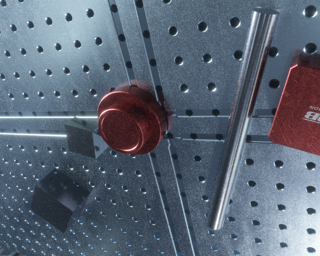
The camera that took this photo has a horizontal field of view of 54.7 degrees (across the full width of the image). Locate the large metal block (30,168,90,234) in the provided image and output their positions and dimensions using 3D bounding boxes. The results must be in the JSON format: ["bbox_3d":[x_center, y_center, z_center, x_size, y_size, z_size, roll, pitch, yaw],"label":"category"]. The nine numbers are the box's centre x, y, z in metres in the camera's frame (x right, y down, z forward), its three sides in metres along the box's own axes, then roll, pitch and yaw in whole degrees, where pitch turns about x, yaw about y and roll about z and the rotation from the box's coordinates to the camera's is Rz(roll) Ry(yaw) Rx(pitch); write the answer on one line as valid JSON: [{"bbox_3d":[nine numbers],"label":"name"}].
[{"bbox_3d":[-0.186,0.135,0.574,0.080,0.050,0.079,34,129,5],"label":"large metal block"}]

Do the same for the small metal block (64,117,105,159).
[{"bbox_3d":[-0.116,0.015,0.479,0.050,0.025,0.050,13,124,20],"label":"small metal block"}]

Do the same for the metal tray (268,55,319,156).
[{"bbox_3d":[0.185,-0.012,0.303,0.130,0.030,0.089,17,125,18],"label":"metal tray"}]

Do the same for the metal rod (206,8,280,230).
[{"bbox_3d":[0.090,0.015,0.372,0.025,0.025,0.298,17,125,18],"label":"metal rod"}]

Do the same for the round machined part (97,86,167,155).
[{"bbox_3d":[-0.044,-0.004,0.419,0.098,0.042,0.097,13,124,20],"label":"round machined part"}]
